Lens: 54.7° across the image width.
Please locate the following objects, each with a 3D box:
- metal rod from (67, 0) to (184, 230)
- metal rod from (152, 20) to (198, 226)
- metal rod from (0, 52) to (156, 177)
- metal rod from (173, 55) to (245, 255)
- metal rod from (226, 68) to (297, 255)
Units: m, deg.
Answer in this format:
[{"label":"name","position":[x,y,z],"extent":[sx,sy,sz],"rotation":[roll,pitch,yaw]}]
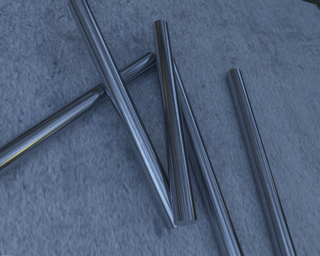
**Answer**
[{"label":"metal rod","position":[-0.043,-0.025,0.370],"extent":[0.025,0.025,0.299],"rotation":[-19,80,-36]},{"label":"metal rod","position":[0.014,-0.029,0.398],"extent":[0.025,0.025,0.299],"rotation":[9,56,-24]},{"label":"metal rod","position":[-0.098,-0.021,0.364],"extent":[0.025,0.025,0.302],"rotation":[45,51,2]},{"label":"metal rod","position":[0.047,0.020,0.418],"extent":[0.025,0.025,0.299],"rotation":[-2,63,-30]},{"label":"metal rod","position":[0.144,0.036,0.461],"extent":[0.025,0.025,0.299],"rotation":[7,59,-25]}]
